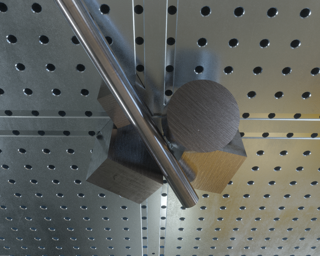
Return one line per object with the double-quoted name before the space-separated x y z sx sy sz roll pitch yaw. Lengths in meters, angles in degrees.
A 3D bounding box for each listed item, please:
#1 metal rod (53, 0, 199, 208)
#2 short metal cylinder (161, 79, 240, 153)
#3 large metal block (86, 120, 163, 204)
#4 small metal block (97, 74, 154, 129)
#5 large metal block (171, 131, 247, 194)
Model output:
"metal rod" -0.028 -0.019 0.355 0.025 0.025 0.299 -22 116 17
"short metal cylinder" 0.044 -0.011 0.358 0.081 0.080 0.050 7 173 -6
"large metal block" -0.043 0.041 0.410 0.080 0.080 0.050 30 124 -23
"small metal block" -0.041 -0.032 0.384 0.050 0.025 0.050 -19 128 15
"large metal block" 0.061 0.041 0.430 0.081 0.050 0.079 13 129 -12
